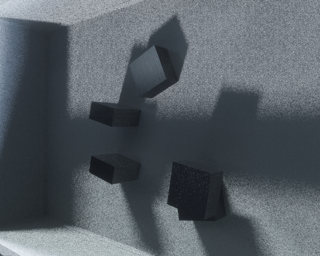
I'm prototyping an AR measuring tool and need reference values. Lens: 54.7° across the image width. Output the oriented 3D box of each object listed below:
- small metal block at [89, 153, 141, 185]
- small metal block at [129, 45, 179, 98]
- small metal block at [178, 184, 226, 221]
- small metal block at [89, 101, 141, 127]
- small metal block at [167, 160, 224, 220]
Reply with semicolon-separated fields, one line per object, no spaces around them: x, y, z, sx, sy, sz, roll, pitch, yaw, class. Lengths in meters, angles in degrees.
-0.064;0.057;0.444;0.050;0.050;0.025;18;101;38;small metal block
-0.009;-0.074;0.415;0.050;0.025;0.050;-29;72;36;small metal block
0.047;0.082;0.368;0.050;0.025;0.050;-13;82;39;small metal block
-0.064;-0.020;0.444;0.050;0.050;0.025;18;101;38;small metal block
0.038;0.066;0.343;0.050;0.025;0.050;13;98;39;small metal block
